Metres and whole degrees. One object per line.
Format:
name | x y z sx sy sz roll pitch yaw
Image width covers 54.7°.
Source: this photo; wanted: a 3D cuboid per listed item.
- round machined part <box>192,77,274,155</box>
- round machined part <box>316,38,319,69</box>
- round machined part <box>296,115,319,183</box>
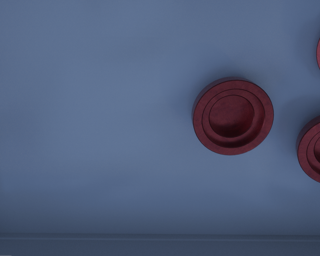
round machined part | 0.089 -0.018 0.396 0.099 0.042 0.097 0 110 0
round machined part | 0.228 -0.086 0.345 0.098 0.042 0.097 15 116 35
round machined part | 0.230 0.024 0.404 0.098 0.042 0.097 6 113 14
